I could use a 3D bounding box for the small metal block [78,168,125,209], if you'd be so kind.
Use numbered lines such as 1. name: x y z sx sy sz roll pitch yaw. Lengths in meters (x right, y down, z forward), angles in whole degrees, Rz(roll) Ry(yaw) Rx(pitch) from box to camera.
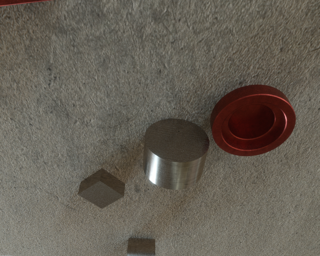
1. small metal block: -0.091 0.096 0.488 0.050 0.025 0.050 -33 123 25

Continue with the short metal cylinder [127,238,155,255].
1. short metal cylinder: -0.037 0.251 0.584 0.050 0.080 0.079 4 130 -3

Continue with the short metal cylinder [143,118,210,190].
1. short metal cylinder: 0.019 0.032 0.399 0.081 0.080 0.050 3 130 -3

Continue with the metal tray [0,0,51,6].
1. metal tray: -0.155 -0.156 0.270 0.131 0.030 0.089 -5 130 4

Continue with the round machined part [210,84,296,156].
1. round machined part: 0.112 -0.013 0.386 0.099 0.042 0.097 0 130 0
